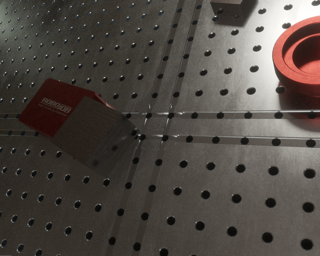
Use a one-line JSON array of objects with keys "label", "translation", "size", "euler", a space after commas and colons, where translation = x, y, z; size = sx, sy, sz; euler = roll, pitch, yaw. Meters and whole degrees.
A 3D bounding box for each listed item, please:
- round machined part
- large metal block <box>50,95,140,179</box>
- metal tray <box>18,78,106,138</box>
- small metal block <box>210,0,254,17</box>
[{"label": "round machined part", "translation": [0.181, -0.077, 0.349], "size": [0.098, 0.042, 0.098], "euler": [-13, 56, 20]}, {"label": "large metal block", "translation": [-0.090, 0.011, 0.431], "size": [0.080, 0.050, 0.080], "euler": [25, 75, 36]}, {"label": "metal tray", "translation": [-0.162, -0.027, 0.504], "size": [0.130, 0.030, 0.090], "euler": [19, 71, 35]}, {"label": "small metal block", "translation": [0.113, -0.198, 0.470], "size": [0.050, 0.025, 0.050], "euler": [21, 73, 35]}]
